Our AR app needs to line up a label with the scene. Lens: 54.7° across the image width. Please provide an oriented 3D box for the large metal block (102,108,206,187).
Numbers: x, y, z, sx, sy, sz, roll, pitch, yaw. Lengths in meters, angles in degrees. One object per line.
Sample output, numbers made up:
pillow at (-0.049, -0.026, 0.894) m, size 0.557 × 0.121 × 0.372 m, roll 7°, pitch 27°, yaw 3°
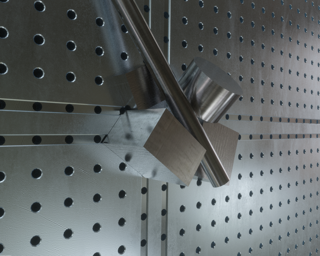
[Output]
large metal block at (-0.007, 0.022, 0.369) m, size 0.080 × 0.080 × 0.050 m, roll 45°, pitch 63°, yaw -31°

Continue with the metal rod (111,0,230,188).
metal rod at (0.007, -0.060, 0.377) m, size 0.025 × 0.025 × 0.299 m, roll -35°, pitch 100°, yaw -35°

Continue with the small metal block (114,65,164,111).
small metal block at (-0.023, -0.051, 0.392) m, size 0.050 × 0.025 × 0.050 m, roll -31°, pitch 109°, yaw -36°

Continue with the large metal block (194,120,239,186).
large metal block at (0.063, 0.034, 0.448) m, size 0.080 × 0.050 × 0.080 m, roll 22°, pitch 76°, yaw -38°

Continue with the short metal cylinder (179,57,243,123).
short metal cylinder at (0.065, -0.052, 0.421) m, size 0.081 × 0.080 × 0.050 m, roll 11°, pitch 127°, yaw -40°
